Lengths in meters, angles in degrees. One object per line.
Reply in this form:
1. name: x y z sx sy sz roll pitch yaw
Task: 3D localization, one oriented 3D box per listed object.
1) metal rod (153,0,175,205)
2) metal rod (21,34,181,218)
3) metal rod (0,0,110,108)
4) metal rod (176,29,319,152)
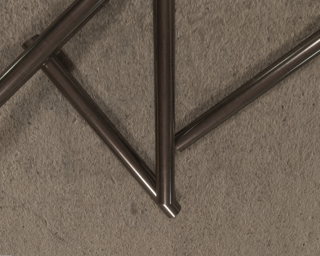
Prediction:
1. metal rod: 0.006 -0.045 0.380 0.025 0.025 0.298 -1 106 0
2. metal rod: -0.067 0.009 0.412 0.025 0.025 0.300 -34 107 11
3. metal rod: -0.126 -0.094 0.348 0.300 0.025 0.025 -43 105 4
4. metal rod: 0.140 -0.065 0.387 0.300 0.025 0.025 -36 107 12
